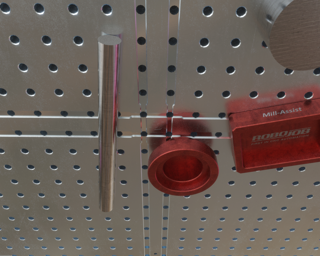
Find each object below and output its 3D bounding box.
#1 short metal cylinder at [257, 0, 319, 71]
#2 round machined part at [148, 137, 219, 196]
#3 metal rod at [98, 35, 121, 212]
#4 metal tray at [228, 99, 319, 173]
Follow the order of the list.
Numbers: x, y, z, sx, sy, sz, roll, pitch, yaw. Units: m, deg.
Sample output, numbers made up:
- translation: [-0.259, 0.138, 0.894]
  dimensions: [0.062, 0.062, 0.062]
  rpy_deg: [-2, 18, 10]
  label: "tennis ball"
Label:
- translation: [0.143, -0.105, 0.307]
  dimensions: [0.081, 0.050, 0.079]
  rpy_deg: [0, 130, 0]
  label: "short metal cylinder"
- translation: [0.032, 0.051, 0.444]
  dimensions: [0.099, 0.042, 0.097]
  rpy_deg: [0, 130, 0]
  label: "round machined part"
- translation: [-0.072, 0.019, 0.426]
  dimensions: [0.025, 0.025, 0.298]
  rpy_deg: [5, 130, -5]
  label: "metal rod"
- translation: [0.164, 0.013, 0.420]
  dimensions: [0.131, 0.030, 0.090]
  rpy_deg: [-10, 130, 8]
  label: "metal tray"
